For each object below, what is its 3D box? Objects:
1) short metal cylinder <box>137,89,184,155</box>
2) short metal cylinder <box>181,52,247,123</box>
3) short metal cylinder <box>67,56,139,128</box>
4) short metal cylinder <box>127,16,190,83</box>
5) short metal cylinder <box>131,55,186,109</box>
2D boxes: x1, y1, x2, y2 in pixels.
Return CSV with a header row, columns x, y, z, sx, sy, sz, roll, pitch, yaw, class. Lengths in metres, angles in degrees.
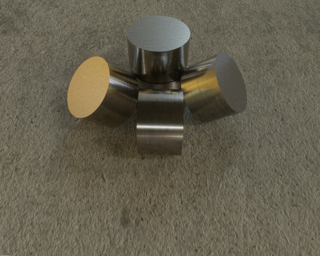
x,y,z,sx,sy,sz,roll,pitch,yaw,class
0.001,-0.007,0.374,0.050,0.080,0.080,1,50,1,short metal cylinder
0.072,-0.052,0.406,0.050,0.080,0.080,-18,39,37,short metal cylinder
-0.074,-0.045,0.399,0.080,0.050,0.080,-13,68,36,short metal cylinder
-0.002,-0.105,0.411,0.081,0.050,0.080,0,50,0,short metal cylinder
0.000,-0.059,0.438,0.081,0.050,0.080,0,50,0,short metal cylinder
